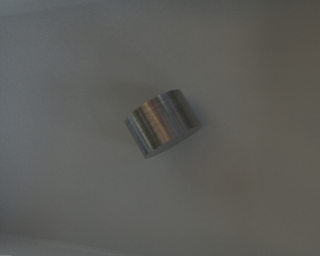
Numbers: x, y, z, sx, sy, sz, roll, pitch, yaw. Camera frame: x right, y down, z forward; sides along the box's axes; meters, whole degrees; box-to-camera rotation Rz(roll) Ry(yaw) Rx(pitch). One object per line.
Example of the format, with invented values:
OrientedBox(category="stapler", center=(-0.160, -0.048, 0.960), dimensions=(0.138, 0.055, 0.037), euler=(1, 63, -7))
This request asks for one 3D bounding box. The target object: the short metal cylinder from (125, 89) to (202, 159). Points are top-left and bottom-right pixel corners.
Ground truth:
OrientedBox(category="short metal cylinder", center=(0.004, -0.004, 0.379), dimensions=(0.080, 0.080, 0.050), euler=(-33, 80, 17))
